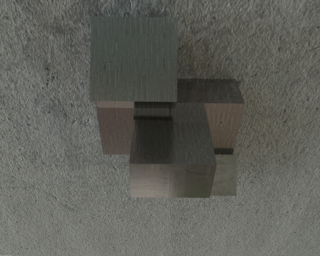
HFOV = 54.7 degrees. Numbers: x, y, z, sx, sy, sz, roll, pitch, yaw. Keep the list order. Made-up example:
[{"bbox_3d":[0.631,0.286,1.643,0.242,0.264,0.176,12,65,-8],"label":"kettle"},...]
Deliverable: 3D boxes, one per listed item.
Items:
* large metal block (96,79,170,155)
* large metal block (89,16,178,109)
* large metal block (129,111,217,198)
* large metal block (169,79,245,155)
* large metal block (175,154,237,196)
[{"bbox_3d":[-0.030,-0.013,0.379,0.081,0.050,0.079,1,130,-1],"label":"large metal block"},{"bbox_3d":[-0.024,-0.063,0.311,0.081,0.050,0.080,1,86,-1],"label":"large metal block"},{"bbox_3d":[0.011,0.026,0.330,0.081,0.080,0.050,1,130,-1],"label":"large metal block"},{"bbox_3d":[0.051,-0.013,0.380,0.081,0.050,0.079,1,130,-1],"label":"large metal block"},{"bbox_3d":[0.052,0.060,0.416,0.081,0.080,0.050,0,86,-1],"label":"large metal block"}]
